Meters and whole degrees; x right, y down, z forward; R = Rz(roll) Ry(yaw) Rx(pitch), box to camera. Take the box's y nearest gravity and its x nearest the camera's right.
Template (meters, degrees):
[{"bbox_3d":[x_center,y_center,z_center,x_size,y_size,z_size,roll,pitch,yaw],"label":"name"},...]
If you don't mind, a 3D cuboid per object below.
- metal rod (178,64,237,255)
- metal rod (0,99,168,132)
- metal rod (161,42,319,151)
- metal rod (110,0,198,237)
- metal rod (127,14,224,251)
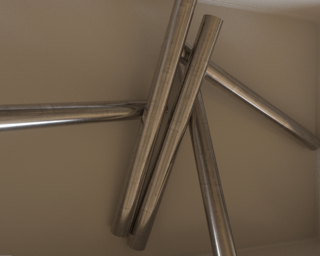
[{"bbox_3d":[0.057,0.052,0.367,0.025,0.025,0.299,0,65,-20],"label":"metal rod"},{"bbox_3d":[-0.110,-0.013,0.312,0.302,0.025,0.025,-7,93,-42],"label":"metal rod"},{"bbox_3d":[0.129,-0.041,0.442,0.301,0.025,0.025,29,81,-24],"label":"metal rod"},{"bbox_3d":[-0.010,-0.010,0.371,0.025,0.025,0.298,13,99,-20],"label":"metal rod"},{"bbox_3d":[0.016,0.011,0.383,0.025,0.025,0.298,16,97,-20],"label":"metal rod"}]
